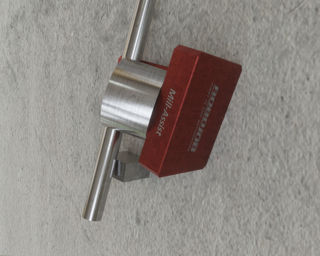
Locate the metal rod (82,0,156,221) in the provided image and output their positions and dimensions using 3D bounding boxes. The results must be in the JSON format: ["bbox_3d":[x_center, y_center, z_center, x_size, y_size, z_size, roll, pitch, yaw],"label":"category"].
[{"bbox_3d":[-0.051,-0.030,0.395,0.025,0.025,0.298,14,90,39],"label":"metal rod"}]

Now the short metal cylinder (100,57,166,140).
[{"bbox_3d":[-0.025,-0.032,0.342,0.050,0.080,0.079,19,105,4],"label":"short metal cylinder"}]

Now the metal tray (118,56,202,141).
[{"bbox_3d":[-0.010,-0.039,0.409,0.130,0.030,0.089,23,105,37],"label":"metal tray"}]

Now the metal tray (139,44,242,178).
[{"bbox_3d":[0.035,-0.015,0.334,0.030,0.091,0.129,29,108,36],"label":"metal tray"}]

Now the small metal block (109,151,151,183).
[{"bbox_3d":[-0.047,0.052,0.427,0.050,0.050,0.025,17,101,38],"label":"small metal block"}]
